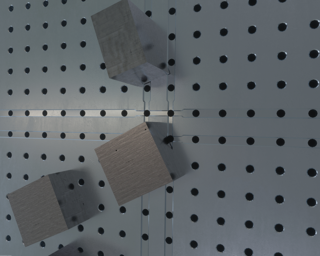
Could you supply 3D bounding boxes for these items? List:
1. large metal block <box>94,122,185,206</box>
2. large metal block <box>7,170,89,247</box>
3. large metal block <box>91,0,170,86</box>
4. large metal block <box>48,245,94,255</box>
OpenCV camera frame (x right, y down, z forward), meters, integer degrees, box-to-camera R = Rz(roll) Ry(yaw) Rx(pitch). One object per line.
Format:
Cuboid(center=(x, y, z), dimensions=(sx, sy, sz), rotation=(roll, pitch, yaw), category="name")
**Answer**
Cuboid(center=(-0.026, 0.045, 0.409), dimensions=(0.080, 0.050, 0.080), rotation=(-28, 81, 18), category="large metal block")
Cuboid(center=(-0.165, 0.117, 0.458), dimensions=(0.080, 0.050, 0.080), rotation=(-26, 82, 18), category="large metal block")
Cuboid(center=(-0.035, -0.104, 0.396), dimensions=(0.050, 0.080, 0.080), rotation=(-19, 84, 19), category="large metal block")
Cuboid(center=(-0.123, 0.228, 0.443), dimensions=(0.080, 0.050, 0.080), rotation=(13, 95, 19), category="large metal block")
